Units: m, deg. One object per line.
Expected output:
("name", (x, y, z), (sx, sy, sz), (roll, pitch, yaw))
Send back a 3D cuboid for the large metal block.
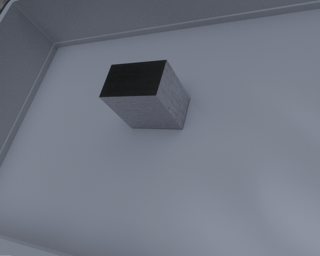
("large metal block", (-0.017, -0.040, 0.402), (0.080, 0.080, 0.050), (1, 63, 28))
